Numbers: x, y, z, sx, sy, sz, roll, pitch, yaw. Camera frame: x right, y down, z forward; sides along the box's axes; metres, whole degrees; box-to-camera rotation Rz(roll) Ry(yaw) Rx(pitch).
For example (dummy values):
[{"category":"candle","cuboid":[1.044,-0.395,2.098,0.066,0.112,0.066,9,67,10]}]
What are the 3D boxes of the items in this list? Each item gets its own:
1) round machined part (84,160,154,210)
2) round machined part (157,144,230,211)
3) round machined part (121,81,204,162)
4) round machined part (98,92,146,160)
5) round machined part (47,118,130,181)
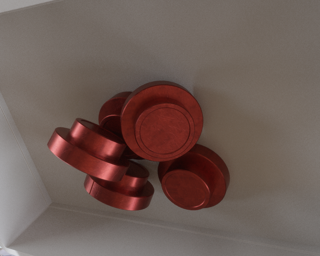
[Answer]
[{"category":"round machined part","cuboid":[-0.054,0.073,0.440,0.098,0.098,0.042,23,100,14]},{"category":"round machined part","cuboid":[0.041,0.072,0.420,0.098,0.042,0.097,13,124,20]},{"category":"round machined part","cuboid":[0.003,-0.003,0.363,0.099,0.042,0.097,-3,111,-7]},{"category":"round machined part","cuboid":[-0.043,0.003,0.421,0.098,0.042,0.097,13,124,20]},{"category":"round machined part","cuboid":[-0.079,0.021,0.373,0.098,0.098,0.042,29,92,9]}]
